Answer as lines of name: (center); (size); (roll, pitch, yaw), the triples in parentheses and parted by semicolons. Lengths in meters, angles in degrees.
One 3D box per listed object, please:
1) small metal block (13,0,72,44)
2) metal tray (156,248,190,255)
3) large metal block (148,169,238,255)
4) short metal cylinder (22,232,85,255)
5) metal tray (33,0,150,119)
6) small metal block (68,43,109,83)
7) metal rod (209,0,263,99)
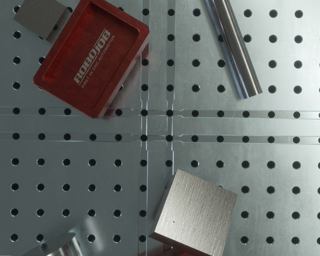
small metal block: (-0.155, -0.148, 0.412); (0.050, 0.025, 0.050); (32, 90, 0)
metal tray: (0.010, 0.218, 0.411); (0.131, 0.030, 0.090); (-25, 90, 0)
large metal block: (0.040, 0.109, 0.385); (0.080, 0.050, 0.080); (23, 62, 0)
short metal cylinder: (-0.134, 0.173, 0.385); (0.080, 0.080, 0.050); (-23, 90, 0)
metal tray: (-0.082, -0.087, 0.384); (0.090, 0.030, 0.130); (31, 90, 0)
small metal block: (-0.095, -0.084, 0.412); (0.050, 0.025, 0.050); (-2, 90, 0)
metal rod: (0.074, -0.183, 0.413); (0.025, 0.025, 0.299); (-20, 90, 0)
